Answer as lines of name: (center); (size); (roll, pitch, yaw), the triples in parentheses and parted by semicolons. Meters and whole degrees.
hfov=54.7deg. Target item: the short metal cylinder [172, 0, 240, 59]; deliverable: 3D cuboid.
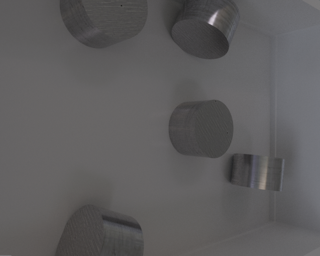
short metal cylinder: (0.062, -0.139, 0.423); (0.080, 0.080, 0.050); (35, 68, -35)

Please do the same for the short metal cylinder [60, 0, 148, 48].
short metal cylinder: (-0.061, -0.132, 0.339); (0.081, 0.050, 0.080); (0, 90, -40)

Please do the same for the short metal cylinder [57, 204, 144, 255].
short metal cylinder: (-0.062, 0.125, 0.319); (0.050, 0.080, 0.080); (30, 71, -36)

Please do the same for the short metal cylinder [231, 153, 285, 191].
short metal cylinder: (0.159, 0.071, 0.504); (0.081, 0.080, 0.050); (12, 82, -39)

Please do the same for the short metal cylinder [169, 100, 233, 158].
short metal cylinder: (0.059, 0.001, 0.440); (0.081, 0.050, 0.080); (0, 90, -40)
